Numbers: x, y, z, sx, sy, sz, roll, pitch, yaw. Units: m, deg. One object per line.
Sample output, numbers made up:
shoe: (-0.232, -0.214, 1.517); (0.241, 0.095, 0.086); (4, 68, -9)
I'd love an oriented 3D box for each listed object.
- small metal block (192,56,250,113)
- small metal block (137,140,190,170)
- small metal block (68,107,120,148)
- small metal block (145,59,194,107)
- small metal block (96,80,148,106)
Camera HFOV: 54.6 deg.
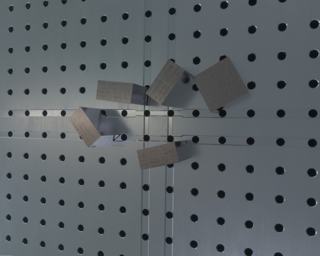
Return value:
small metal block: (0.076, -0.052, 0.386); (0.050, 0.025, 0.050); (-29, 81, 17)
small metal block: (0.005, 0.034, 0.398); (0.050, 0.050, 0.025); (-14, 86, 19)
small metal block: (-0.091, -0.001, 0.432); (0.025, 0.050, 0.050); (-42, 77, 15)
small metal block: (0.014, -0.055, 0.395); (0.025, 0.050, 0.050); (38, 102, 16)
small metal block: (-0.050, -0.047, 0.417); (0.050, 0.050, 0.025); (8, 93, 20)
